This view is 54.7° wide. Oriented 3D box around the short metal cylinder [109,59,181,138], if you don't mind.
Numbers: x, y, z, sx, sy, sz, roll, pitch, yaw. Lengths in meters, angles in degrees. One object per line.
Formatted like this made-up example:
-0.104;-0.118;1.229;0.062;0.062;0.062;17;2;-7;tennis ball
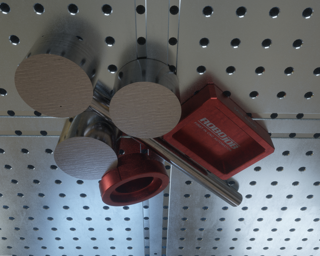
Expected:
-0.016;-0.034;0.365;0.081;0.050;0.079;0;130;0;short metal cylinder

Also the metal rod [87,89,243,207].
0.019;0.040;0.446;0.301;0.025;0.025;36;121;-27;metal rod

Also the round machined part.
-0.039;0.071;0.447;0.099;0.042;0.098;-15;147;-10;round machined part

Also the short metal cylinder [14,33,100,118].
-0.111;-0.058;0.345;0.081;0.050;0.079;0;130;0;short metal cylinder

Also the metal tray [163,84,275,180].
0.079;0.011;0.417;0.130;0.030;0.090;36;122;-27;metal tray

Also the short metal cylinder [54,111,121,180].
-0.094;0.024;0.415;0.081;0.050;0.079;0;130;0;short metal cylinder
